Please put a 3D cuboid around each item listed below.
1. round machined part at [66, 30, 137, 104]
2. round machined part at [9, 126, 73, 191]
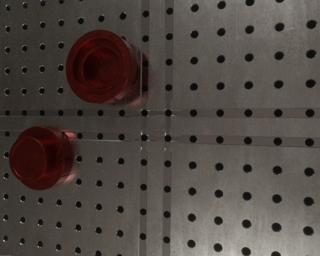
[{"bbox_3d":[-0.076,-0.082,0.429,0.098,0.042,0.097,0,90,19],"label":"round machined part"},{"bbox_3d":[-0.185,0.046,0.467,0.098,0.042,0.097,0,90,19],"label":"round machined part"}]
